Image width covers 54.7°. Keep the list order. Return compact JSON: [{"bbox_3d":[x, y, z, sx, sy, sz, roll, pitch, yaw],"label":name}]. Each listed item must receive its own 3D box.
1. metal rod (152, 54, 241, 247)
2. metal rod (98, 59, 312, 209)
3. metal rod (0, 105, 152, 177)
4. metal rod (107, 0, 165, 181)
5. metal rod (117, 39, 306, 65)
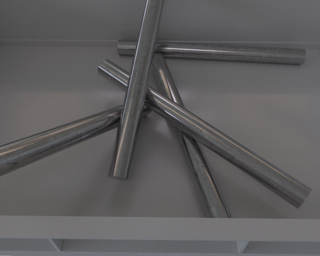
[{"bbox_3d":[0.032,0.002,0.402,0.025,0.025,0.300,-11,51,-9],"label":"metal rod"},{"bbox_3d":[0.035,-0.006,0.376,0.300,0.025,0.025,35,58,23],"label":"metal rod"},{"bbox_3d":[-0.104,0.011,0.314,0.025,0.025,0.302,30,31,23],"label":"metal rod"},{"bbox_3d":[-0.022,-0.084,0.392,0.025,0.025,0.299,8,71,6],"label":"metal rod"},{"bbox_3d":[0.082,-0.125,0.510,0.302,0.025,0.025,4,50,3],"label":"metal rod"}]
